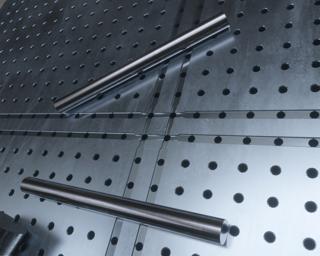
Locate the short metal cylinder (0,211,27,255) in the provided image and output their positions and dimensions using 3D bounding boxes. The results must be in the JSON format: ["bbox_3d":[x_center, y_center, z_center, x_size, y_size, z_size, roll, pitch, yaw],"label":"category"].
[{"bbox_3d":[-0.226,0.141,0.405,0.080,0.080,0.050,21,73,35],"label":"short metal cylinder"}]

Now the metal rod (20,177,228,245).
[{"bbox_3d":[-0.066,0.094,0.384,0.300,0.025,0.025,4,64,30],"label":"metal rod"}]

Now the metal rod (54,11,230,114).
[{"bbox_3d":[-0.036,-0.097,0.486,0.301,0.025,0.025,-25,53,12],"label":"metal rod"}]
